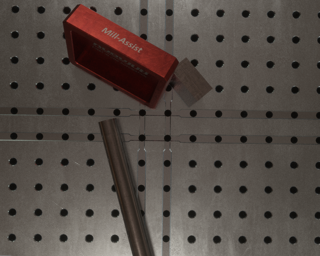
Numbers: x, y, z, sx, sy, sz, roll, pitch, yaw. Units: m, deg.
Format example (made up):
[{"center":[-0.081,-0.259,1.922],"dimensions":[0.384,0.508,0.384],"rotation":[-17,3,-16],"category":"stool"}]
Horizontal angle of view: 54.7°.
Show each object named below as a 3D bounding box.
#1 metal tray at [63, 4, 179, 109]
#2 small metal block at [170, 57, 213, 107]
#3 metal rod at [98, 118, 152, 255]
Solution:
[{"center":[-0.049,-0.082,0.377],"dimensions":[0.130,0.090,0.030],"rotation":[29,69,-1],"category":"metal tray"},{"center":[0.036,-0.057,0.400],"dimensions":[0.025,0.050,0.050],"rotation":[-40,91,-8],"category":"small metal block"},{"center":[-0.033,0.134,0.413],"dimensions":[0.025,0.025,0.298],"rotation":[-14,90,0],"category":"metal rod"}]
